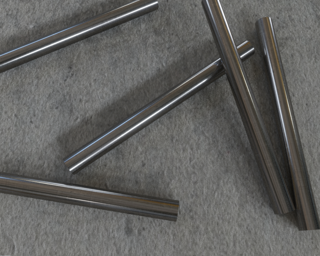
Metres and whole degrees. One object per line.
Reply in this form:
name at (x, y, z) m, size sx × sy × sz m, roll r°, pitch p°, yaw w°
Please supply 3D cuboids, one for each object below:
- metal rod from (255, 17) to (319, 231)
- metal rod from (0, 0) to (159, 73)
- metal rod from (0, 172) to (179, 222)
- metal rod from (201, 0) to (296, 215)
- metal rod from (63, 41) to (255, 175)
metal rod at (0.167, -0.019, 0.417) m, size 0.025 × 0.025 × 0.299 m, roll -4°, pitch 70°, yaw -2°
metal rod at (-0.142, -0.132, 0.454) m, size 0.302 × 0.025 × 0.025 m, roll -26°, pitch 72°, yaw -10°
metal rod at (-0.128, 0.077, 0.378) m, size 0.302 × 0.025 × 0.025 m, roll 9°, pitch 70°, yaw 2°
metal rod at (0.110, -0.040, 0.404) m, size 0.025 × 0.025 × 0.299 m, roll -15°, pitch 78°, yaw -6°
metal rod at (0.007, -0.034, 0.420) m, size 0.301 × 0.025 × 0.025 m, roll -34°, pitch 74°, yaw -12°
